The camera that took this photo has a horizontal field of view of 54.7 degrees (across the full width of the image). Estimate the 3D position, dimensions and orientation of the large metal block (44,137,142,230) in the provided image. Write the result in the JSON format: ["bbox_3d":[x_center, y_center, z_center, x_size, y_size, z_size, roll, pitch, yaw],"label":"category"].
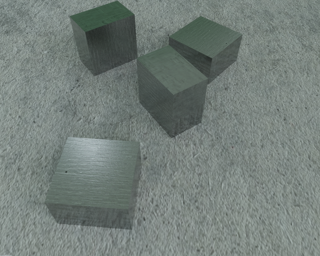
[{"bbox_3d":[-0.066,0.059,0.337,0.080,0.050,0.080,4,50,3],"label":"large metal block"}]

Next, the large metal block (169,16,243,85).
[{"bbox_3d":[0.071,-0.126,0.493,0.080,0.050,0.080,34,58,25],"label":"large metal block"}]

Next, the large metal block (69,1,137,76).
[{"bbox_3d":[-0.085,-0.140,0.484,0.081,0.080,0.050,-28,56,-22],"label":"large metal block"}]

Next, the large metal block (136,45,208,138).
[{"bbox_3d":[0.014,-0.048,0.408,0.050,0.080,0.080,-27,55,-21],"label":"large metal block"}]
